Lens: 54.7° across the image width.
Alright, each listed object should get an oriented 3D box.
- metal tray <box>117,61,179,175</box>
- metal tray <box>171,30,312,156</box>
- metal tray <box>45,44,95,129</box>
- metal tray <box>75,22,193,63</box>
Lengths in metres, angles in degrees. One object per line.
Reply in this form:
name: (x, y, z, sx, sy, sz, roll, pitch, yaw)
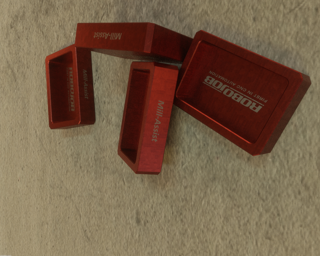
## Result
metal tray: (-0.019, -0.016, 0.390, 0.090, 0.030, 0.129, -153, 71, -65)
metal tray: (0.078, -0.041, 0.335, 0.130, 0.030, 0.089, 36, 112, 33)
metal tray: (-0.154, -0.066, 0.525, 0.090, 0.030, 0.129, -8, 85, 39)
metal tray: (-0.031, -0.105, 0.386, 0.130, 0.091, 0.030, 15, 100, 38)
